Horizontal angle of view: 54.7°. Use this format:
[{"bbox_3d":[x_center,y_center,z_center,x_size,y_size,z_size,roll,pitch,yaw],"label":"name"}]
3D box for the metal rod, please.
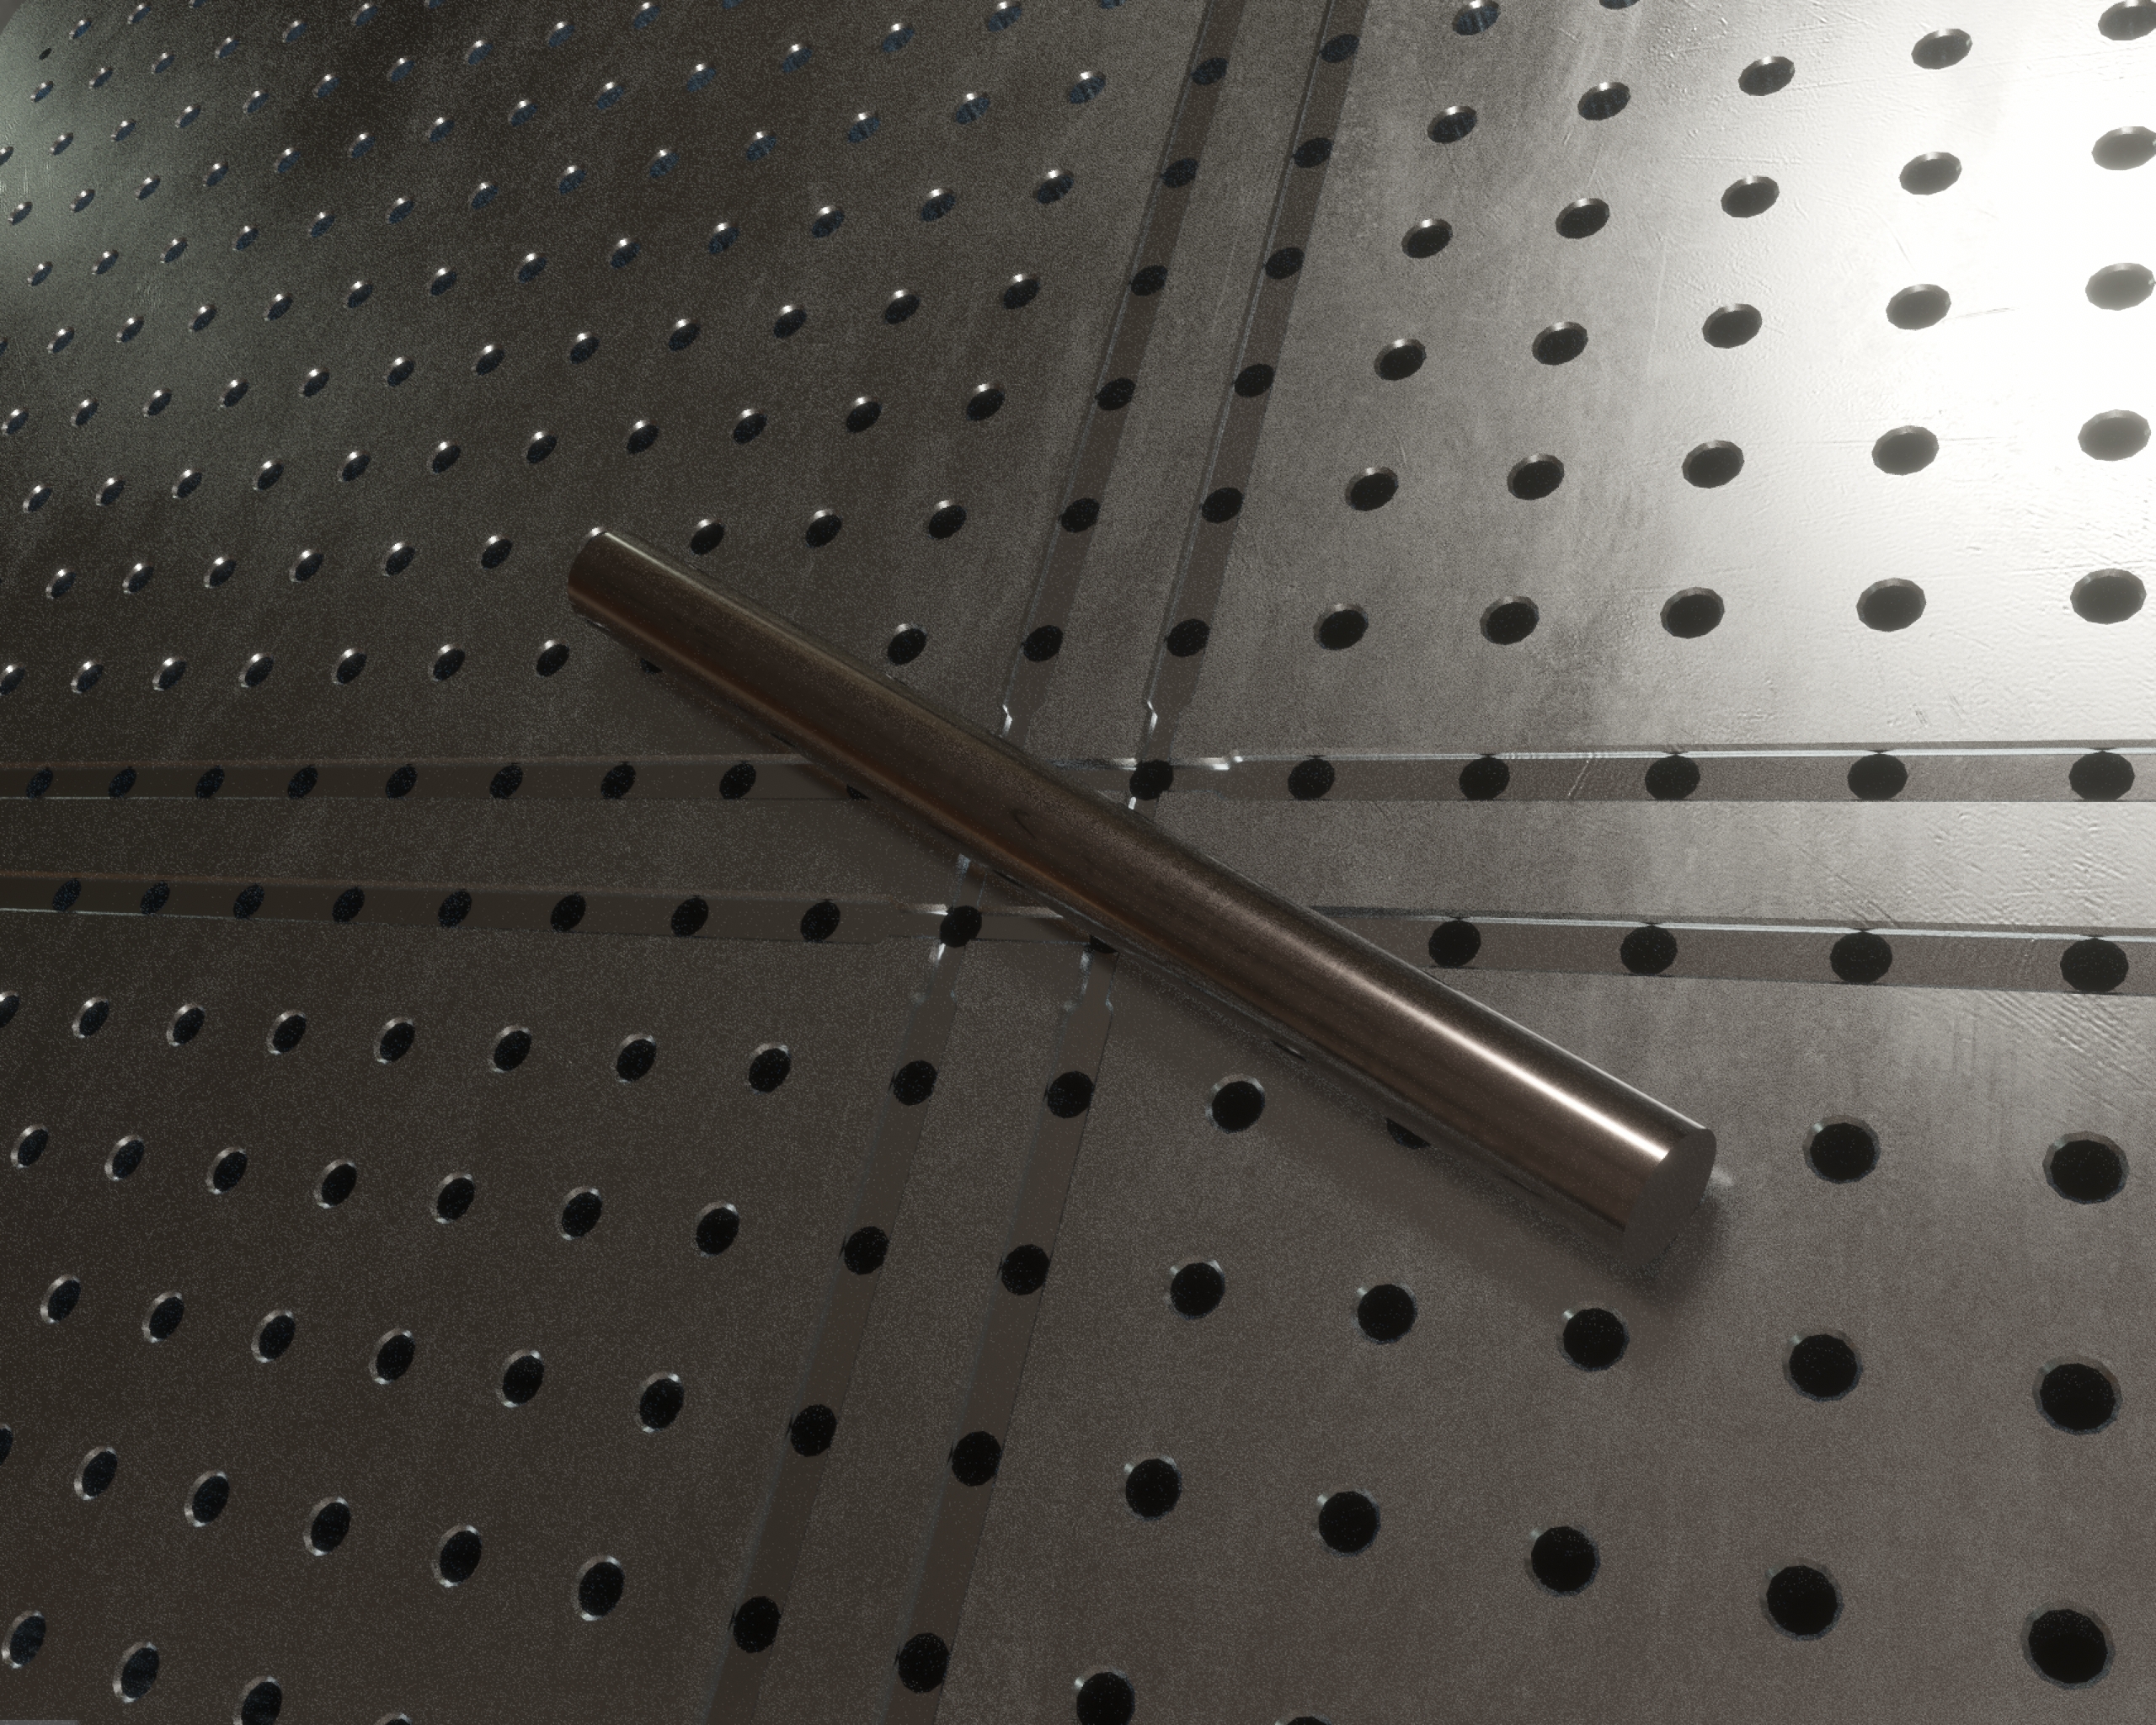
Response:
[{"bbox_3d":[-0.010,-0.008,0.417,0.300,0.025,0.025,31,79,37],"label":"metal rod"}]
